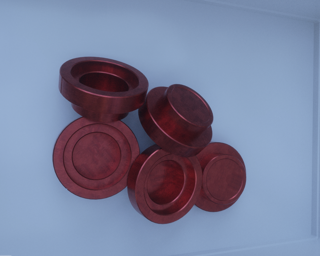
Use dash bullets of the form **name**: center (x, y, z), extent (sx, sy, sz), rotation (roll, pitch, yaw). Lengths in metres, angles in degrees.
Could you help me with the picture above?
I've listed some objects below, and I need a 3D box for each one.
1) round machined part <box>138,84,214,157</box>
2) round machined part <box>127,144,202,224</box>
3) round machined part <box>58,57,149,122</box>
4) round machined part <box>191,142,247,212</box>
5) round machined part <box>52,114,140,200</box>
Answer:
- **round machined part**: center (0.026, -0.016, 0.381), extent (0.099, 0.042, 0.098), rotation (24, 40, -22)
- **round machined part**: center (0.002, 0.066, 0.389), extent (0.099, 0.042, 0.097), rotation (-5, 99, -33)
- **round machined part**: center (-0.066, -0.042, 0.357), extent (0.099, 0.098, 0.042), rotation (3, 125, -20)
- **round machined part**: center (0.079, 0.068, 0.430), extent (0.099, 0.042, 0.097), rotation (0, 90, -21)
- **round machined part**: center (-0.077, 0.033, 0.371), extent (0.099, 0.042, 0.097), rotation (0, 90, -21)
